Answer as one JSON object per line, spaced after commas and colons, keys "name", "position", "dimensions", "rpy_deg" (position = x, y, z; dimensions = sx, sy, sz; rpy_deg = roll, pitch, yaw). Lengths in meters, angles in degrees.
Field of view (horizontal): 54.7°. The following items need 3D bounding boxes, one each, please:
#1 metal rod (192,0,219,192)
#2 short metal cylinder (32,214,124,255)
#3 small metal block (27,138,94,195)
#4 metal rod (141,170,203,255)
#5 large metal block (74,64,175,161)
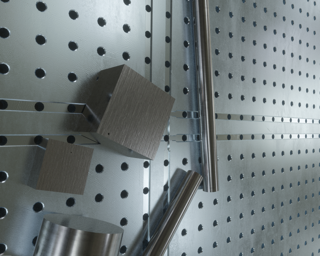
{"name": "metal rod", "position": [0.068, -0.054, 0.465], "dimensions": [0.025, 0.025, 0.298], "rpy_deg": [-7, 94, -40]}
{"name": "short metal cylinder", "position": [-0.081, 0.119, 0.306], "dimensions": [0.080, 0.080, 0.050], "rpy_deg": [20, 77, -38]}
{"name": "small metal block", "position": [-0.103, 0.040, 0.323], "dimensions": [0.050, 0.025, 0.050], "rpy_deg": [18, 79, -39]}
{"name": "metal rod", "position": [-0.022, 0.184, 0.390], "dimensions": [0.025, 0.025, 0.300], "rpy_deg": [47, 62, -30]}
{"name": "large metal block", "position": [-0.038, -0.016, 0.361], "dimensions": [0.080, 0.050, 0.080], "rpy_deg": [31, 71, -36]}
